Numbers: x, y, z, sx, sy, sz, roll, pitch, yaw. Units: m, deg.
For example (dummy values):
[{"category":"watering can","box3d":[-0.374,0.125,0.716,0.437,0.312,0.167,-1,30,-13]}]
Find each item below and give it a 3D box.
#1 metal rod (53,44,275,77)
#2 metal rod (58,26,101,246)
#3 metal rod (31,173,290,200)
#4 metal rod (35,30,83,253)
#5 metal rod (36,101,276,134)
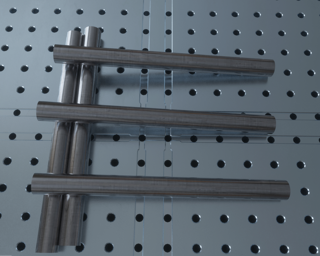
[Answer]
[{"category":"metal rod","box3d":[0.010,-0.093,0.430,0.302,0.025,0.025,3,70,-6]},{"category":"metal rod","box3d":[-0.103,-0.004,0.411,0.025,0.025,0.299,1,70,0]},{"category":"metal rod","box3d":[0.006,0.071,0.371,0.302,0.025,0.025,3,70,-6]},{"category":"metal rod","box3d":[-0.128,0.003,0.408,0.025,0.025,0.299,1,70,0]},{"category":"metal rod","box3d":[0.000,-0.013,0.400,0.302,0.025,0.025,3,70,-6]}]
